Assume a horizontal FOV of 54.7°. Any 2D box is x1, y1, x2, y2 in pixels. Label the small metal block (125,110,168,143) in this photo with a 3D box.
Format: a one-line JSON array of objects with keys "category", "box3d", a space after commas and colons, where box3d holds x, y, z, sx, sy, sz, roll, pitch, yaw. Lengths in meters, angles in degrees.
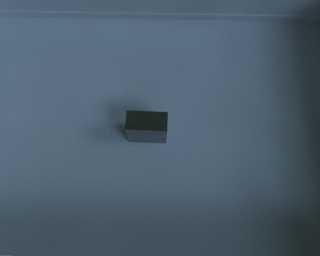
[{"category": "small metal block", "box3d": [-0.016, 0.000, 0.396, 0.050, 0.050, 0.025, 2, 70, 0]}]
